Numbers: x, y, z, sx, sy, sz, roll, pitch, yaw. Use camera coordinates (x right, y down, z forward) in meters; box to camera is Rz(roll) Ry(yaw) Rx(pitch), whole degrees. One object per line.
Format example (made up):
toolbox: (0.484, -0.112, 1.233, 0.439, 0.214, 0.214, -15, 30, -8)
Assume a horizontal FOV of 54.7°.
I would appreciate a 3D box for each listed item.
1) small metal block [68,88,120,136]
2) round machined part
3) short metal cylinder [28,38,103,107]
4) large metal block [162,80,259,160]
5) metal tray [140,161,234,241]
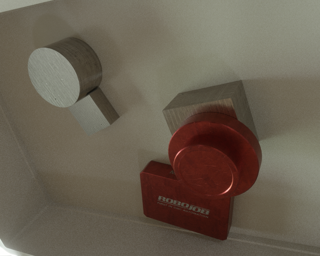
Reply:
small metal block: (-0.095, -0.022, 0.443, 0.050, 0.025, 0.050, -23, 106, 36)
round machined part: (0.053, 0.036, 0.327, 0.098, 0.042, 0.097, 13, 124, 20)
short metal cylinder: (-0.125, -0.074, 0.410, 0.080, 0.050, 0.079, 13, 124, 20)
large metal block: (0.061, -0.002, 0.359, 0.080, 0.050, 0.080, -9, 114, 32)
metal tray: (0.038, 0.104, 0.448, 0.130, 0.030, 0.089, 11, 123, 22)
